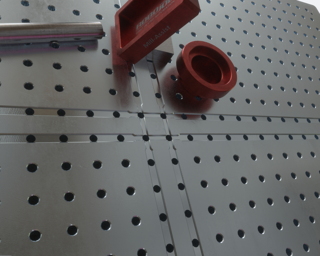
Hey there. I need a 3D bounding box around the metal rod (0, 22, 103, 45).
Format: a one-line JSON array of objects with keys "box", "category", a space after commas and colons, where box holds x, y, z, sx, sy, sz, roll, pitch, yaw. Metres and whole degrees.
[{"box": [-0.209, -0.109, 0.362, 0.303, 0.025, 0.025, -15, 70, -34], "category": "metal rod"}]

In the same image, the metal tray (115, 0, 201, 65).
[{"box": [-0.010, -0.160, 0.433, 0.030, 0.130, 0.090, 21, 51, -42], "category": "metal tray"}]

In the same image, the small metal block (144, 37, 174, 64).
[{"box": [-0.009, -0.133, 0.486, 0.050, 0.025, 0.050, 7, 59, -25], "category": "small metal block"}]

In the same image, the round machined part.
[{"box": [0.069, -0.086, 0.489, 0.099, 0.042, 0.098, 14, 56, -21], "category": "round machined part"}]
